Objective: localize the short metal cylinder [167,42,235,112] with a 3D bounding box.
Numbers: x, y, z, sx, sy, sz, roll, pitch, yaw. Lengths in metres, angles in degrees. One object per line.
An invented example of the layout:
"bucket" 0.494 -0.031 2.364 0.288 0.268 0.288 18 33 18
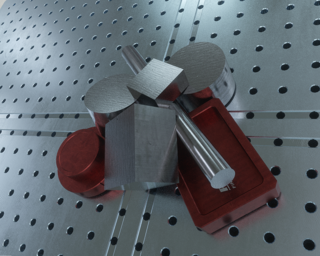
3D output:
"short metal cylinder" 0.051 -0.063 0.400 0.080 0.050 0.080 -13 56 21

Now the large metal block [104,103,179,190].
"large metal block" -0.024 0.026 0.350 0.080 0.050 0.080 -27 60 55

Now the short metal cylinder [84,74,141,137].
"short metal cylinder" -0.055 -0.029 0.420 0.080 0.050 0.080 -8 44 9

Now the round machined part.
"round machined part" -0.100 0.040 0.420 0.098 0.042 0.098 -13 56 21

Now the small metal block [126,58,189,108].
"small metal block" -0.003 -0.051 0.368 0.050 0.025 0.050 30 70 38

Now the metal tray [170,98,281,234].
"metal tray" 0.058 0.037 0.347 0.090 0.030 0.130 -31 52 7

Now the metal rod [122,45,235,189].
"metal rod" 0.004 -0.038 0.393 0.025 0.025 0.300 -37 42 4
